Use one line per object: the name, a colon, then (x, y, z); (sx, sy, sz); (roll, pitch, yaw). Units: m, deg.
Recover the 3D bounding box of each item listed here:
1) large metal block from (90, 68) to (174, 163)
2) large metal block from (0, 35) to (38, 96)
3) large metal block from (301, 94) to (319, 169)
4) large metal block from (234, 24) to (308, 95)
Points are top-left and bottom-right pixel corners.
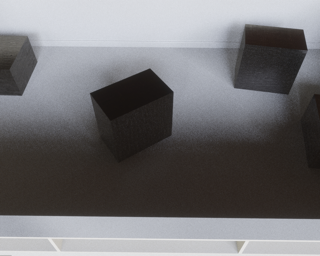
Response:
large metal block: (-0.032, -0.015, 0.381); (0.081, 0.080, 0.050); (-27, 55, -21)
large metal block: (-0.244, -0.095, 0.467); (0.080, 0.050, 0.080); (1, 50, 1)
large metal block: (0.229, 0.008, 0.384); (0.080, 0.050, 0.080); (8, 50, 6)
large metal block: (0.157, -0.100, 0.454); (0.080, 0.080, 0.050); (8, 51, 6)
